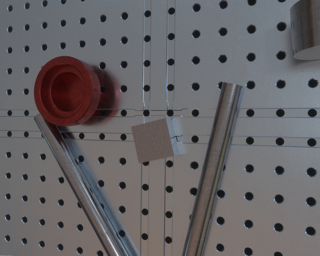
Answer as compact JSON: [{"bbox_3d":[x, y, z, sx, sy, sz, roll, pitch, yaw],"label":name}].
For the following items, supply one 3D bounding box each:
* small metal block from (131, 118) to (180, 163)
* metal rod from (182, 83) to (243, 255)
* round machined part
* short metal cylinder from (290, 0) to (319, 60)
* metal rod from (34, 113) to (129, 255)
[{"bbox_3d":[-0.006,0.017,0.415,0.050,0.025,0.050,-14,85,19],"label":"small metal block"},{"bbox_3d":[0.057,0.092,0.392,0.025,0.025,0.298,14,95,19],"label":"metal rod"},{"bbox_3d":[-0.129,-0.051,0.449,0.098,0.042,0.097,0,90,20],"label":"round machined part"},{"bbox_3d":[0.179,-0.105,0.320,0.080,0.080,0.050,-4,89,20],"label":"short metal cylinder"},{"bbox_3d":[-0.104,0.106,0.449,0.025,0.025,0.299,-35,79,16],"label":"metal rod"}]
